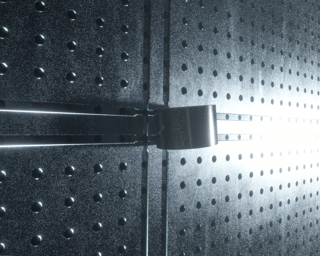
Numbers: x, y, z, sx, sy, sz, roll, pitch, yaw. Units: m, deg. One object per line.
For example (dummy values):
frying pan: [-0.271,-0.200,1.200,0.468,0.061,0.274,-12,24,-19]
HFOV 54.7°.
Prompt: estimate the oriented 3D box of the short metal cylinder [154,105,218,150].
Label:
short metal cylinder: [0.034,-0.003,0.404,0.081,0.080,0.050,-8,96,-40]
